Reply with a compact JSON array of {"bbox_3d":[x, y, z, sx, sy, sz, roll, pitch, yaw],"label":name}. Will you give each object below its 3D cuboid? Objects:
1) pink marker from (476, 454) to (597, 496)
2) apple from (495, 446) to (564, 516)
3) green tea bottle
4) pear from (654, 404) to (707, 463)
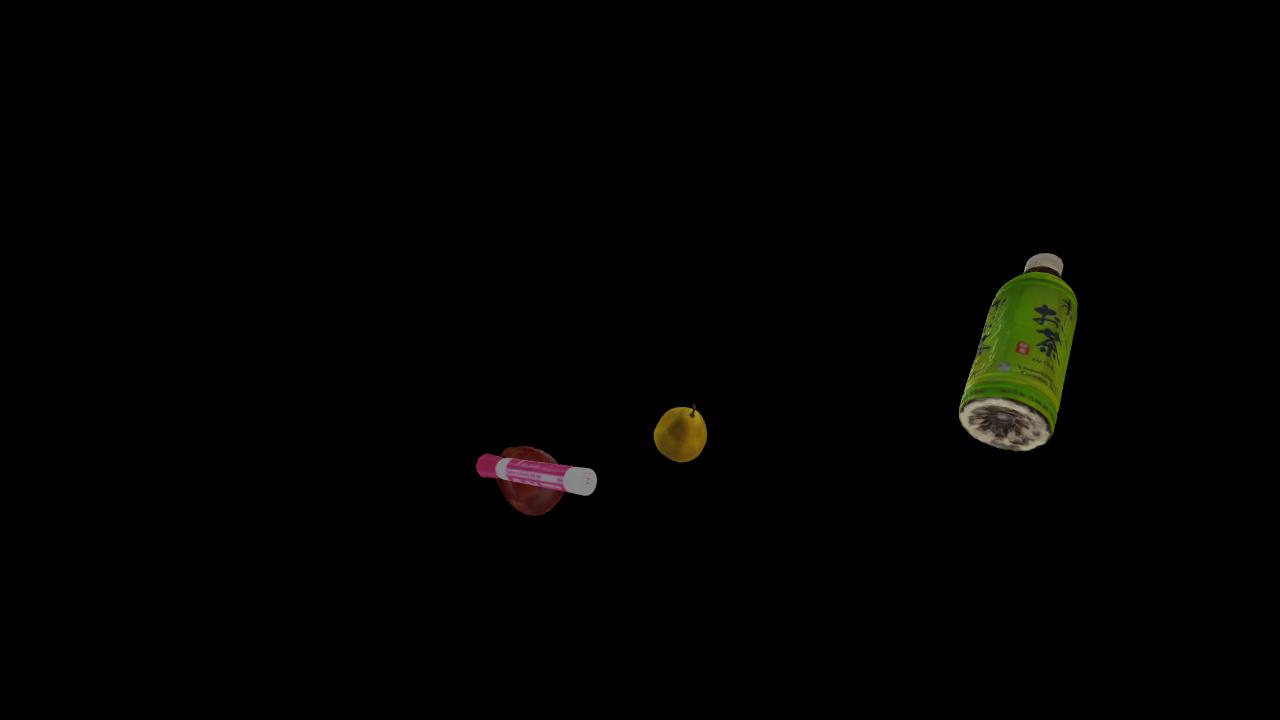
[{"bbox_3d":[-0.082,0.084,0.459,0.121,0.020,0.020,-1,-1,40],"label":"pink marker"},{"bbox_3d":[-0.137,0.150,0.764,0.079,0.079,0.093,0,-41,43],"label":"apple"},{"bbox_3d":[0.346,-0.019,0.551,0.073,0.073,0.212,0,43,43],"label":"green tea bottle"},{"bbox_3d":[0.062,0.097,0.848,0.080,0.080,0.111,0,-20,-9],"label":"pear"}]
